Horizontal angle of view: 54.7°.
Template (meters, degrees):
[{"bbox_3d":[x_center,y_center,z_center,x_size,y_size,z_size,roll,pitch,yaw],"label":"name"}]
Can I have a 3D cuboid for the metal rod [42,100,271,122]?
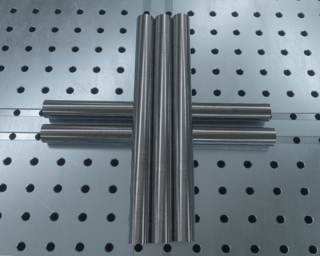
[{"bbox_3d":[-0.004,-0.023,0.420,0.302,0.025,0.025,1,70,0],"label":"metal rod"}]

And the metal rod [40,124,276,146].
[{"bbox_3d":[-0.002,0.009,0.408,0.302,0.025,0.025,1,70,0],"label":"metal rod"}]

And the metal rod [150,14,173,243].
[{"bbox_3d":[0.003,-0.014,0.391,0.025,0.025,0.299,1,70,0],"label":"metal rod"}]

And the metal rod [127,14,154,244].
[{"bbox_3d":[-0.022,-0.014,0.390,0.025,0.025,0.299,1,70,0],"label":"metal rod"}]

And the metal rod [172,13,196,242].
[{"bbox_3d":[0.028,-0.016,0.392,0.025,0.025,0.299,1,70,0],"label":"metal rod"}]
